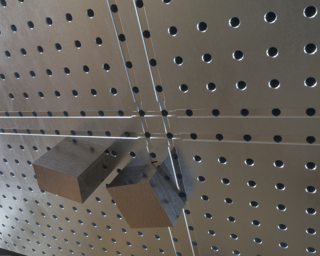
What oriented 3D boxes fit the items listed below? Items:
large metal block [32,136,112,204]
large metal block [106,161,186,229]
[{"bbox_3d":[-0.133,0.062,0.482,0.080,0.080,0.050,12,124,21],"label":"large metal block"},{"bbox_3d":[-0.020,0.102,0.467,0.080,0.050,0.080,-15,111,34],"label":"large metal block"}]
